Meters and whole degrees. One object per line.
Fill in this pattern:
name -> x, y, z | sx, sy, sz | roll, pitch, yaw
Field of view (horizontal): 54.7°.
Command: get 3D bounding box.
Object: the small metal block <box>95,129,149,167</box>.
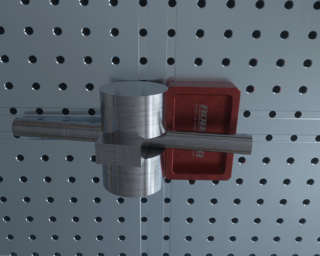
small metal block -> -0.042, 0.021, 0.356 | 0.050, 0.050, 0.025 | 4, 110, 7

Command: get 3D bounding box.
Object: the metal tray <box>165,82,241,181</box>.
metal tray -> 0.053, 0.006, 0.413 | 0.091, 0.030, 0.129 | 1, 110, -1

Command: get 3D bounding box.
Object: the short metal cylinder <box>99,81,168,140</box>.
short metal cylinder -> -0.031, -0.024, 0.373 | 0.081, 0.080, 0.050 | 1, 110, -1

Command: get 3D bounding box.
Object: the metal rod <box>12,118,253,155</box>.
metal rod -> -0.040, 0.009, 0.391 | 0.302, 0.025, 0.025 | 4, 110, 7

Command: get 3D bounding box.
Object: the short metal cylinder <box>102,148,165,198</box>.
short metal cylinder -> -0.034, 0.046, 0.400 | 0.081, 0.080, 0.050 | 1, 110, -1
